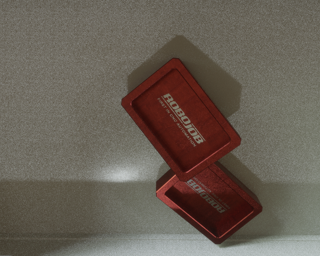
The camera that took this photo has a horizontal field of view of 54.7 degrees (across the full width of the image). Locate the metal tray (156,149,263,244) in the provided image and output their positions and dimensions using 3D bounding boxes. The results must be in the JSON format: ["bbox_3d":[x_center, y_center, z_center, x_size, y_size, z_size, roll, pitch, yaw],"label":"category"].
[{"bbox_3d":[0.069,0.098,0.445,0.130,0.030,0.090,42,105,-14],"label":"metal tray"}]

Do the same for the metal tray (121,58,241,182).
[{"bbox_3d":[0.026,-0.010,0.386,0.090,0.030,0.130,-38,91,12],"label":"metal tray"}]
